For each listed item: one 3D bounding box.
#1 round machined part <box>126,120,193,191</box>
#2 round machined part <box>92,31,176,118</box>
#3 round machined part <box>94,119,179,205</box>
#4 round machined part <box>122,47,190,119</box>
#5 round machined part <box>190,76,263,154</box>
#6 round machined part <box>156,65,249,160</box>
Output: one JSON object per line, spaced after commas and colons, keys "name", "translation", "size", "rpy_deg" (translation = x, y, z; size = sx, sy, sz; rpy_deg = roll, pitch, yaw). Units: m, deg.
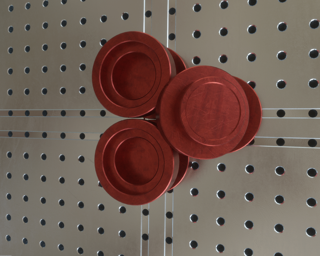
{"name": "round machined part", "translation": [-0.010, 0.038, 0.408], "size": [0.098, 0.042, 0.097], "rpy_deg": [0, 90, 20]}
{"name": "round machined part", "translation": [-0.027, -0.060, 0.368], "size": [0.098, 0.042, 0.097], "rpy_deg": [0, 90, 20]}
{"name": "round machined part", "translation": [-0.024, 0.038, 0.367], "size": [0.098, 0.042, 0.097], "rpy_deg": [0, 90, 20]}
{"name": "round machined part", "translation": [-0.011, -0.061, 0.409], "size": [0.098, 0.042, 0.097], "rpy_deg": [0, 90, 20]}
{"name": "round machined part", "translation": [0.073, -0.017, 0.378], "size": [0.098, 0.042, 0.097], "rpy_deg": [0, 90, 20]}
{"name": "round machined part", "translation": [0.048, -0.016, 0.319], "size": [0.099, 0.042, 0.097], "rpy_deg": [0, 89, -12]}
